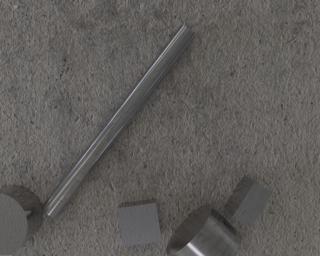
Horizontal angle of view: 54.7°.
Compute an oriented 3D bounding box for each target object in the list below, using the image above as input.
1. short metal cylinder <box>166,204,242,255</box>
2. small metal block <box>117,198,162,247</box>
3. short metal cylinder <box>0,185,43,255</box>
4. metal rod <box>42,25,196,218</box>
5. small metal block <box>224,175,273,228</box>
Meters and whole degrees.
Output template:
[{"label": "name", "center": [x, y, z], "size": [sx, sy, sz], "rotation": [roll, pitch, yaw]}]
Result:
[{"label": "short metal cylinder", "center": [0.053, 0.141, 0.383], "size": [0.050, 0.080, 0.080], "rotation": [44, 90, 0]}, {"label": "small metal block", "center": [-0.026, 0.124, 0.410], "size": [0.050, 0.025, 0.050], "rotation": [-8, 90, 0]}, {"label": "short metal cylinder", "center": [-0.199, 0.117, 0.396], "size": [0.081, 0.050, 0.080], "rotation": [0, 90, 0]}, {"label": "metal rod", "center": [-0.054, -0.009, 0.409], "size": [0.025, 0.025, 0.300], "rotation": [38, 90, 0]}, {"label": "small metal block", "center": [0.112, 0.093, 0.399], "size": [0.025, 0.050, 0.050], "rotation": [33, 90, 0]}]
